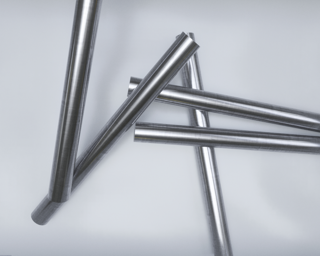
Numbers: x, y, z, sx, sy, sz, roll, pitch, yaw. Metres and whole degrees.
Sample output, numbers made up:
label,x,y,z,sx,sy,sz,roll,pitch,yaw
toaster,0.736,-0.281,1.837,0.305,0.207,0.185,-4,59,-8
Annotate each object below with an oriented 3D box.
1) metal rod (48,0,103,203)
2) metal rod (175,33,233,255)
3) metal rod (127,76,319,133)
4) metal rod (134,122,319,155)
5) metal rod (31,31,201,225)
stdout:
label,x,y,z,sx,sy,sz,roll,pitch,yaw
metal rod,-0.087,-0.057,0.328,0.025,0.025,0.298,13,106,-1
metal rod,0.059,0.024,0.412,0.025,0.025,0.298,-10,90,0
metal rod,0.110,-0.024,0.394,0.302,0.025,0.025,10,90,-8
metal rod,0.119,0.016,0.394,0.302,0.025,0.025,4,90,-8
metal rod,-0.063,0.012,0.370,0.025,0.025,0.299,42,106,-1
